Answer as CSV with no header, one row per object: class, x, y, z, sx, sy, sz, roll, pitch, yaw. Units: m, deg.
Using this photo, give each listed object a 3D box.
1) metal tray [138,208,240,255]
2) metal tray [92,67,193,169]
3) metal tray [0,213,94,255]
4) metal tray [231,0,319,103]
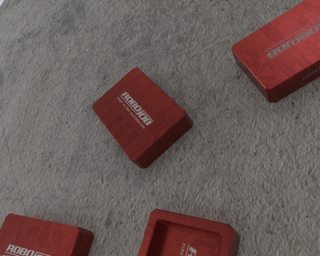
metal tray,0.018,0.152,0.297,0.090,0.030,0.130,4,63,30
metal tray,-0.028,-0.018,0.427,0.090,0.030,0.130,-42,51,-1
metal tray,-0.154,0.161,0.382,0.130,0.030,0.090,0,62,28
metal tray,0.166,-0.099,0.374,0.130,0.030,0.090,-31,52,7
